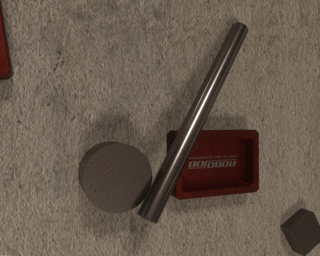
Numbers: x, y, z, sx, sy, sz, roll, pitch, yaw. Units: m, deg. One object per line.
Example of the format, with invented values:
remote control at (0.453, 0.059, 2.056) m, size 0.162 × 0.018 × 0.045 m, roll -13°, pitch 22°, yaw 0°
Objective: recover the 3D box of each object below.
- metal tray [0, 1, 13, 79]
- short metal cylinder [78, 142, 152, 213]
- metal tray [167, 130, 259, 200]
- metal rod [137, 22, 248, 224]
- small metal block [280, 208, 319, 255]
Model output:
metal tray at (-0.215, -0.114, 0.326) m, size 0.091 × 0.030 × 0.129 m, roll -9°, pitch 93°, yaw -20°
short metal cylinder at (-0.056, 0.057, 0.376) m, size 0.081 × 0.050 × 0.079 m, roll 0°, pitch 90°, yaw -21°
metal tray at (0.076, 0.048, 0.435) m, size 0.131 × 0.030 × 0.089 m, roll -1°, pitch 90°, yaw -21°
metal rod at (0.051, -0.022, 0.402) m, size 0.025 × 0.025 × 0.300 m, roll 35°, pitch 68°, yaw -17°
small metal block at (0.229, 0.166, 0.496) m, size 0.050 × 0.025 × 0.050 m, roll -32°, pitch 101°, yaw -17°
